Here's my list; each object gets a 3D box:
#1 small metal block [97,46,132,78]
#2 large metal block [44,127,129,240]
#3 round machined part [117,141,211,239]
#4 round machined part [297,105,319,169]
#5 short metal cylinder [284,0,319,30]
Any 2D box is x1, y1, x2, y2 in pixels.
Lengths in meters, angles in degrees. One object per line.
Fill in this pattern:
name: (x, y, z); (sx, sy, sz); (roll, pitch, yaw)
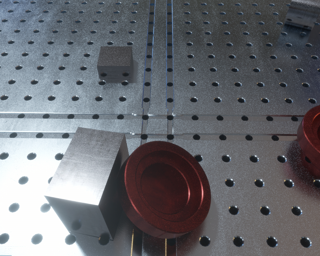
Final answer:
small metal block: (-0.071, -0.105, 0.496); (0.050, 0.025, 0.050); (0, 50, 0)
large metal block: (-0.067, 0.058, 0.322); (0.050, 0.080, 0.080); (8, 51, 9)
round machined part: (0.001, 0.066, 0.324); (0.099, 0.042, 0.098); (17, 52, -22)
round machined part: (0.220, 0.019, 0.382); (0.099, 0.042, 0.098); (0, 50, 0)
short metal cylinder: (0.265, -0.224, 0.562); (0.050, 0.080, 0.080); (21, 53, 17)
